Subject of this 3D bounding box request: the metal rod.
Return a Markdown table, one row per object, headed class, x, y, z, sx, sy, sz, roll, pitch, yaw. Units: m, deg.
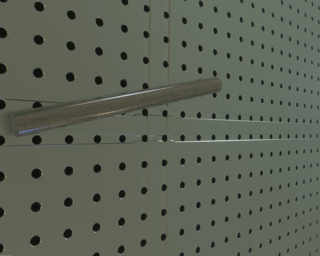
| class | x | y | z | sx | sy | sz | roll | pitch | yaw |
| --- | --- | --- | --- | --- | --- | --- | --- | --- | --- |
| metal rod | -0.026 | -0.035 | 0.389 | 0.302 | 0.025 | 0.025 | -16 | 101 | -39 |
